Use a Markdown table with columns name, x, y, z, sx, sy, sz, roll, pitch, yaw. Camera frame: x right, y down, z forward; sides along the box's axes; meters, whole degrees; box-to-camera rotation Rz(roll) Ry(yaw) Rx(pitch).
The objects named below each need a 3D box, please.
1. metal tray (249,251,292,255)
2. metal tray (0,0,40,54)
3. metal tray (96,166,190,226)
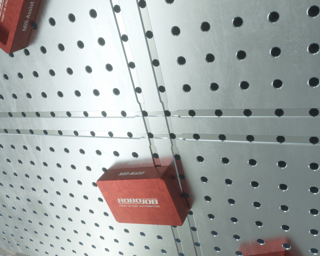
| name | x | y | z | sx | sy | sz | roll | pitch | yaw |
| --- | --- | --- | --- | --- | --- | --- | --- | --- | --- |
| metal tray | 0.181 | 0.248 | 0.466 | 0.090 | 0.030 | 0.130 | -28 | 104 | 37 |
| metal tray | -0.209 | -0.176 | 0.410 | 0.090 | 0.030 | 0.129 | 41 | 129 | 0 |
| metal tray | -0.028 | 0.109 | 0.491 | 0.130 | 0.030 | 0.090 | -8 | 115 | 32 |
